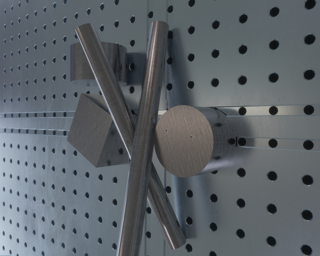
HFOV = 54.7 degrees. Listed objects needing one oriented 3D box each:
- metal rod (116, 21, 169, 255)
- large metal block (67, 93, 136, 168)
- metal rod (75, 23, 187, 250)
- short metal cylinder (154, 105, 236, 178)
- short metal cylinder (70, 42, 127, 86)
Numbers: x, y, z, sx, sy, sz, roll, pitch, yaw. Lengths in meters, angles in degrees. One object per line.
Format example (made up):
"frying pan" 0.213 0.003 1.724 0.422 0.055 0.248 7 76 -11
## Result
"metal rod" -0.018 0.008 0.373 0.025 0.025 0.299 -5 71 40
"large metal block" -0.087 0.002 0.465 0.080 0.050 0.079 34 111 34
"metal rod" -0.037 0.010 0.393 0.025 0.025 0.299 -23 90 37
"short metal cylinder" 0.040 0.015 0.360 0.080 0.050 0.079 0 90 40
"short metal cylinder" -0.088 -0.089 0.446 0.080 0.081 0.050 0 91 40
